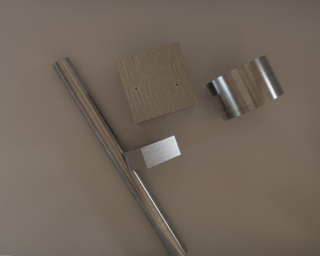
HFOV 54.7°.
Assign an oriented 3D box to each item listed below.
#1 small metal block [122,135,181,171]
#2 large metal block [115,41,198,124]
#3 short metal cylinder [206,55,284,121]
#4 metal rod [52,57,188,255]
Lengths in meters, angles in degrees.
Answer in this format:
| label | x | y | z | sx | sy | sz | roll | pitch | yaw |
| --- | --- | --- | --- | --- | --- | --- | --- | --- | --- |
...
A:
| label | x | y | z | sx | sy | sz | roll | pitch | yaw |
| --- | --- | --- | --- | --- | --- | --- | --- | --- | --- |
| small metal block | -0.011 | 0.032 | 0.389 | 0.050 | 0.050 | 0.025 | -20 | 91 | -33 |
| large metal block | -0.004 | -0.055 | 0.399 | 0.080 | 0.050 | 0.080 | -18 | 90 | -1 |
| short metal cylinder | 0.104 | -0.049 | 0.385 | 0.080 | 0.080 | 0.050 | -26 | 90 | 0 |
| metal rod | -0.052 | 0.041 | 0.410 | 0.025 | 0.025 | 0.299 | -32 | 90 | 0 |
